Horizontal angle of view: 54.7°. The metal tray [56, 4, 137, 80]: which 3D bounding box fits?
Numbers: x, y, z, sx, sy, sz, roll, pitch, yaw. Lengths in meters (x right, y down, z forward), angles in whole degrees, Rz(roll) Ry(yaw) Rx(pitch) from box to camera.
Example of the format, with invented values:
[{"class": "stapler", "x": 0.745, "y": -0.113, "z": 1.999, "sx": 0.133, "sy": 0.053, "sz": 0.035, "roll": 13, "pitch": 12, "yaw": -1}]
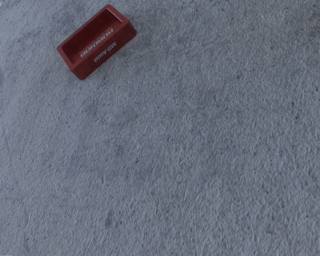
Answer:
[{"class": "metal tray", "x": -0.116, "y": -0.156, "z": 0.557, "sx": 0.130, "sy": 0.030, "sz": 0.090, "roll": -40, "pitch": 51, "yaw": 0}]
